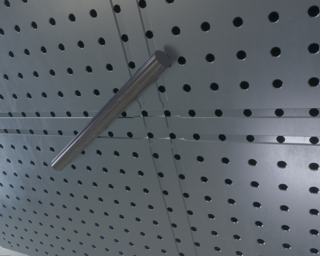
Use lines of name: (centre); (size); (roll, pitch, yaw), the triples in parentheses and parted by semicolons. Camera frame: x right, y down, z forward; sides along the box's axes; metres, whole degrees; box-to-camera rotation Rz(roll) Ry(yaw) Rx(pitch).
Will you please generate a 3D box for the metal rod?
metal rod: (-0.088, -0.008, 0.453); (0.025, 0.025, 0.299); (47, 129, -5)
